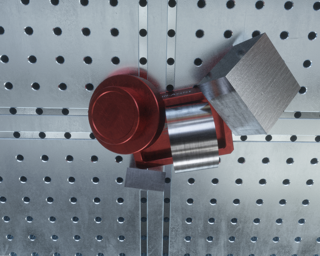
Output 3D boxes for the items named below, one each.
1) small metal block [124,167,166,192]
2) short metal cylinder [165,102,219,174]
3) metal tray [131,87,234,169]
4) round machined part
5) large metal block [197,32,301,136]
[{"bbox_3d":[-0.020,0.072,0.420,0.050,0.050,0.025,8,76,-2],"label":"small metal block"},{"bbox_3d":[0.037,0.011,0.371,0.050,0.080,0.079,-9,110,2],"label":"short metal cylinder"},{"bbox_3d":[0.025,-0.001,0.408,0.131,0.030,0.089,-11,110,3],"label":"metal tray"},{"bbox_3d":[-0.047,-0.016,0.374,0.098,0.042,0.097,2,96,22],"label":"round machined part"},{"bbox_3d":[0.104,-0.048,0.358,0.080,0.050,0.080,-47,108,-23],"label":"large metal block"}]
